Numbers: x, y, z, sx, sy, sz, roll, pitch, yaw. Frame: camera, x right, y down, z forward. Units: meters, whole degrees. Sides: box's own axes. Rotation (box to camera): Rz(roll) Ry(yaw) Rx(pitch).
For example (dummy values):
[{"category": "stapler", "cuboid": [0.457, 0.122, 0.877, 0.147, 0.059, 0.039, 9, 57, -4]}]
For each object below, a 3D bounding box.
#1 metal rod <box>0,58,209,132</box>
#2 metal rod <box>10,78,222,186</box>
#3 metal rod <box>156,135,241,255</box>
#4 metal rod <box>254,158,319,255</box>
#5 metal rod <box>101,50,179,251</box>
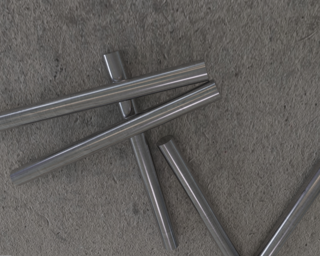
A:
[{"category": "metal rod", "cuboid": [-0.092, -0.033, 0.375, 0.301, 0.025, 0.025, -12, 110, 12]}, {"category": "metal rod", "cuboid": [-0.067, 0.012, 0.391, 0.300, 0.025, 0.025, -23, 109, 17]}, {"category": "metal rod", "cuboid": [0.078, 0.139, 0.461, 0.025, 0.025, 0.299, -27, 108, 9]}, {"category": "metal rod", "cuboid": [0.214, 0.091, 0.445, 0.025, 0.025, 0.298, 22, 109, -8]}, {"category": "metal rod", "cuboid": [-0.021, 0.044, 0.425, 0.025, 0.025, 0.298, -14, 110, 5]}]
